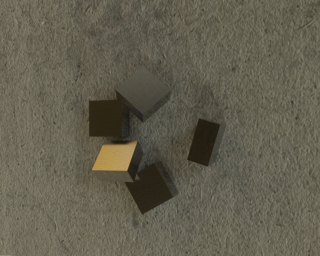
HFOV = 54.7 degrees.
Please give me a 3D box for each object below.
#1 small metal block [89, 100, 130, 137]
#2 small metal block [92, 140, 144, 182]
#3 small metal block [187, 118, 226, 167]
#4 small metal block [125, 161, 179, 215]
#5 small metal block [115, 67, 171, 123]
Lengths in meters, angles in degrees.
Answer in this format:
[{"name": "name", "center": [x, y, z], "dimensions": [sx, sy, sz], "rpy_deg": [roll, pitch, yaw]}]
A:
[{"name": "small metal block", "center": [-0.071, -0.013, 0.434], "dimensions": [0.050, 0.025, 0.050], "rpy_deg": [-1, 90, 20]}, {"name": "small metal block", "center": [-0.055, 0.044, 0.414], "dimensions": [0.050, 0.025, 0.050], "rpy_deg": [-2, 46, 20]}, {"name": "small metal block", "center": [0.058, 0.016, 0.375], "dimensions": [0.025, 0.050, 0.050], "rpy_deg": [17, 96, 19]}, {"name": "small metal block", "center": [-0.011, 0.079, 0.413], "dimensions": [0.050, 0.025, 0.050], "rpy_deg": [-33, 80, 17]}, {"name": "small metal block", "center": [-0.022, -0.044, 0.404], "dimensions": [0.050, 0.025, 0.050], "rpy_deg": [42, 70, 15]}]
